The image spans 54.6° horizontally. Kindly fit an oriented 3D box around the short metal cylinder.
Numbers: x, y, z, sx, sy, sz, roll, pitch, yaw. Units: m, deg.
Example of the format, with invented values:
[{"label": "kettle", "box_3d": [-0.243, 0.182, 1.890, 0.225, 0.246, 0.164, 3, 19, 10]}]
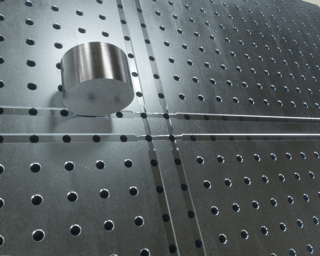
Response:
[{"label": "short metal cylinder", "box_3d": [-0.074, -0.055, 0.366, 0.081, 0.080, 0.050, 1, 61, -28]}]
